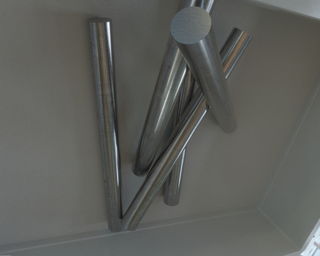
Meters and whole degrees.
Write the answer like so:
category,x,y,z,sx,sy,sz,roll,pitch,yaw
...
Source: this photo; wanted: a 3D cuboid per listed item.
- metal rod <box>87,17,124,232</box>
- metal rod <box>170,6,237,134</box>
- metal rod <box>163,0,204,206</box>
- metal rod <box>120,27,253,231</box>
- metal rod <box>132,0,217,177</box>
category,x,y,z,sx,sy,sz,roll,pitch,yaw
metal rod,-0.063,0.019,0.387,0.025,0.025,0.298,-13,124,-22
metal rod,0.061,-0.033,0.328,0.025,0.025,0.300,-46,160,4
metal rod,0.030,-0.014,0.418,0.025,0.025,0.298,-9,123,-24
metal rod,0.025,0.014,0.400,0.025,0.025,0.298,17,111,-35
metal rod,0.003,-0.026,0.313,0.025,0.025,0.298,-13,150,-22
